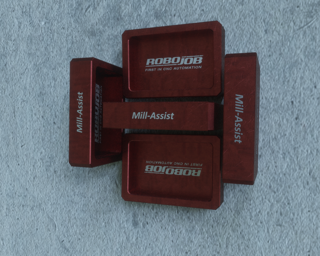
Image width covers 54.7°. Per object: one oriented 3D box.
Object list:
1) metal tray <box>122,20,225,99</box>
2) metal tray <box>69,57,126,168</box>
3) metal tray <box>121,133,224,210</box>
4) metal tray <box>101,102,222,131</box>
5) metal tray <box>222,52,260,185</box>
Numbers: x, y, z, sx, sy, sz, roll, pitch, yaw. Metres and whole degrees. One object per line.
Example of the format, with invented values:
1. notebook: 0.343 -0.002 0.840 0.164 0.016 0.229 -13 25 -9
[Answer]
1. metal tray: 0.016 -0.084 0.402 0.130 0.030 0.089 0 93 19
2. metal tray: -0.078 -0.019 0.403 0.030 0.090 0.129 1 91 20
3. metal tray: 0.016 0.053 0.403 0.130 0.030 0.089 1 89 19
4. metal tray: 0.007 -0.014 0.374 0.130 0.090 0.030 1 92 20
5. metal tray: 0.092 -0.009 0.343 0.030 0.090 0.129 1 90 20
